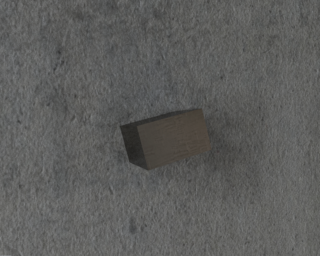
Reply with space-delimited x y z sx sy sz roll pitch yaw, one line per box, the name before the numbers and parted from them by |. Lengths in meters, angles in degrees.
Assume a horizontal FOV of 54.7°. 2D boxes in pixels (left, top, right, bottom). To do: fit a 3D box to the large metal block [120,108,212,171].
large metal block | 0.004 0.011 0.382 0.081 0.080 0.050 -16 96 -20
